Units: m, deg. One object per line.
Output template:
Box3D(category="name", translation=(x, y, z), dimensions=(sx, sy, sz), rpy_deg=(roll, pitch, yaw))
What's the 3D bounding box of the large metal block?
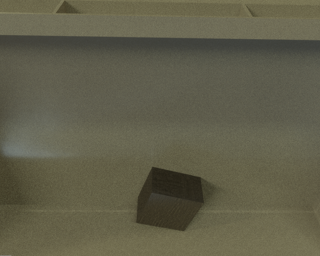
Box3D(category="large metal block", translation=(0.014, 0.114, 0.490), dimensions=(0.081, 0.050, 0.079), rpy_deg=(14, 129, -12))
